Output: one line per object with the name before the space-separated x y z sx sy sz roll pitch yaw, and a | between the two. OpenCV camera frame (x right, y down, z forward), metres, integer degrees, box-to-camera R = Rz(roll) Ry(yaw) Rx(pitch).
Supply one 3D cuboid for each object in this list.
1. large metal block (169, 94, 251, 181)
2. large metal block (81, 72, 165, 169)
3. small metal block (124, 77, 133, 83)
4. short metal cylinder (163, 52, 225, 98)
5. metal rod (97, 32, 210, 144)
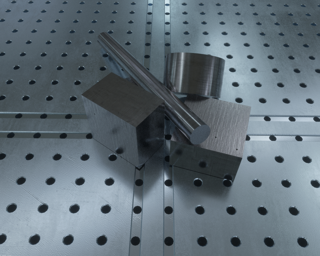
large metal block | 0.062 0.010 0.383 0.080 0.050 0.080 14 51 11
large metal block | -0.042 -0.009 0.378 0.080 0.080 0.050 30 56 22
small metal block | -0.040 -0.047 0.447 0.050 0.025 0.050 -19 53 -16
short metal cylinder | 0.045 -0.070 0.422 0.080 0.080 0.050 7 94 5
metal rod | -0.027 -0.073 0.430 0.025 0.025 0.300 -22 42 -18
